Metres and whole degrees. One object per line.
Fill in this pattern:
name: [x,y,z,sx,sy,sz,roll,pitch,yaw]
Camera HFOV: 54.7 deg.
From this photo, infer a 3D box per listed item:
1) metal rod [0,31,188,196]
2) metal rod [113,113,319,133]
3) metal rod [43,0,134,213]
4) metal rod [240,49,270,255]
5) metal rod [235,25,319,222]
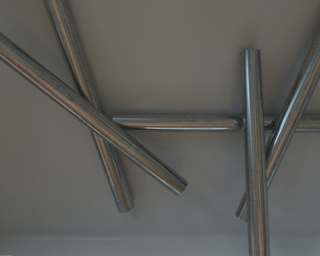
metal rod: [-0.082,-0.012,0.378,0.300,0.025,0.025,40,105,-16]
metal rod: [0.091,-0.006,0.410,0.302,0.025,0.025,1,110,-1]
metal rod: [-0.086,-0.019,0.402,0.025,0.025,0.298,-14,110,4]
metal rod: [0.116,0.056,0.376,0.025,0.025,0.298,-2,88,0]
metal rod: [0.163,-0.019,0.382,0.025,0.025,0.298,20,100,-8]
